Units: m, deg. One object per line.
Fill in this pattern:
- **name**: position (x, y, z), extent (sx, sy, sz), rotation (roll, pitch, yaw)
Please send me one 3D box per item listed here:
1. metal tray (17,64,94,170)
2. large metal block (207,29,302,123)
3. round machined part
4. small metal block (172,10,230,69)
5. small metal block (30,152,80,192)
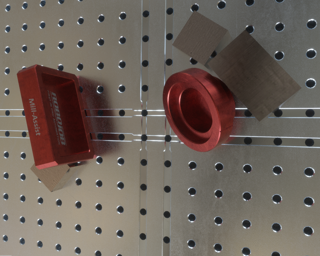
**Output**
- **metal tray**: position (-0.140, -0.014, 0.425), extent (0.030, 0.090, 0.129), rotation (-15, 85, 19)
- **large metal block**: position (0.105, -0.052, 0.346), extent (0.050, 0.080, 0.080), rotation (-42, 77, 14)
- **round machined part**: position (0.050, -0.024, 0.368), extent (0.098, 0.042, 0.097), rotation (37, 140, 40)
- **small metal block**: position (0.053, -0.111, 0.394), extent (0.050, 0.025, 0.050), rotation (37, 102, 16)
- **small metal block**: position (-0.158, 0.059, 0.467), extent (0.050, 0.025, 0.050), rotation (43, 103, 14)
